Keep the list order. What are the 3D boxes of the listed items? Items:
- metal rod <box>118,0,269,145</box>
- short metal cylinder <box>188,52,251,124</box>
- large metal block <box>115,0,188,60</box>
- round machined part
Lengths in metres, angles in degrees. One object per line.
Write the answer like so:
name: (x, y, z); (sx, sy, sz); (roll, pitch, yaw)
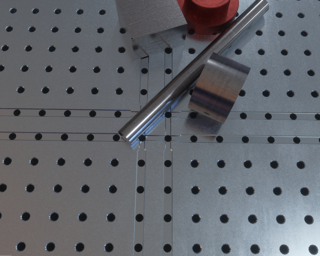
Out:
metal rod: (0.057, -0.089, 0.445); (0.025, 0.025, 0.301); (42, 75, 13)
short metal cylinder: (0.077, -0.051, 0.402); (0.050, 0.080, 0.080); (26, 72, 9)
large metal block: (-0.014, -0.158, 0.456); (0.081, 0.050, 0.080); (-18, 71, -7)
round machined part: (0.073, -0.197, 0.476); (0.099, 0.042, 0.098); (0, 70, -1)
